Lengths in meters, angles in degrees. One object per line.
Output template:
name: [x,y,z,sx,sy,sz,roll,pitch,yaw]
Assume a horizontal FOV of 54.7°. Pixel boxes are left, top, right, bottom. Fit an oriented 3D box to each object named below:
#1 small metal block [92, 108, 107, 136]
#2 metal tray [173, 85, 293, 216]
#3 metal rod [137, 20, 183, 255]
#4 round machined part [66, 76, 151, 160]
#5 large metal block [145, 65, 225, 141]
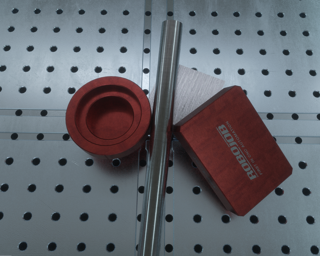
small metal block: [-0.073,-0.011,0.412,0.050,0.025,0.050,-21,72,-8]
metal tray: [0.088,0.027,0.369,0.090,0.030,0.130,-37,99,-12]
metal rod: [-0.001,0.025,0.356,0.025,0.025,0.298,6,86,2]
round machined part: [-0.058,-0.009,0.373,0.099,0.042,0.098,-1,71,3]
large metal block: [0.030,-0.031,0.407,0.080,0.050,0.080,22,71,7]
